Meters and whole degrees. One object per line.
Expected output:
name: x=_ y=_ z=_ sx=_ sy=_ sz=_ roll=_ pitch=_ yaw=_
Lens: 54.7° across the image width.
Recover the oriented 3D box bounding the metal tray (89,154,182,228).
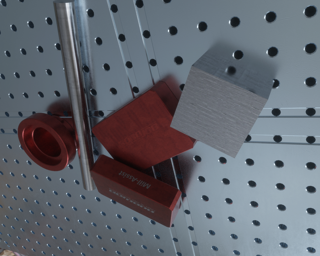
metal tray: x=-0.035 y=0.096 z=0.463 sx=0.130 sy=0.030 sz=0.090 roll=23 pitch=150 yaw=14

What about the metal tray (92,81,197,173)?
metal tray: x=-0.022 y=0.006 z=0.422 sx=0.130 sy=0.030 sz=0.090 roll=-29 pitch=103 yaw=37

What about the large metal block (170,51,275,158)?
large metal block: x=0.067 y=-0.026 z=0.343 sx=0.080 sy=0.050 sz=0.079 roll=27 pitch=128 yaw=11

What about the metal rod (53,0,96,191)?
metal rod: x=-0.118 y=-0.027 z=0.454 sx=0.025 sy=0.025 sz=0.298 roll=14 pitch=124 yaw=20

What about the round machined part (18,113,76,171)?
round machined part: x=-0.176 y=0.018 z=0.502 sx=0.098 sy=0.042 sz=0.097 roll=13 pitch=124 yaw=20
